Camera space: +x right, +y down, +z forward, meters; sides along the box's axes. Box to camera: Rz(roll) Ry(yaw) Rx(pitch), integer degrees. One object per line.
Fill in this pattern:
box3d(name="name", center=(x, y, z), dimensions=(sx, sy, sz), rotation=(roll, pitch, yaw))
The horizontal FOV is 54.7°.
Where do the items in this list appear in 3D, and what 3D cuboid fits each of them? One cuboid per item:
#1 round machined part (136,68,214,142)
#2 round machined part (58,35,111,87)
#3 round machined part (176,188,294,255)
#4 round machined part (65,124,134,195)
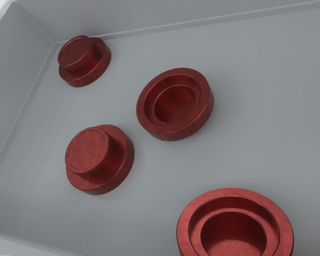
box3d(name="round machined part", center=(0.022, -0.026, 0.399), dimensions=(0.098, 0.042, 0.098), rotation=(-13, 56, 21))
box3d(name="round machined part", center=(-0.139, -0.123, 0.544), dimensions=(0.098, 0.042, 0.098), rotation=(-13, 56, 21))
box3d(name="round machined part", center=(0.066, 0.104, 0.280), dimensions=(0.099, 0.042, 0.098), rotation=(-7, 35, 5))
box3d(name="round machined part", center=(-0.088, 0.037, 0.418), dimensions=(0.098, 0.042, 0.098), rotation=(-13, 56, 21))
